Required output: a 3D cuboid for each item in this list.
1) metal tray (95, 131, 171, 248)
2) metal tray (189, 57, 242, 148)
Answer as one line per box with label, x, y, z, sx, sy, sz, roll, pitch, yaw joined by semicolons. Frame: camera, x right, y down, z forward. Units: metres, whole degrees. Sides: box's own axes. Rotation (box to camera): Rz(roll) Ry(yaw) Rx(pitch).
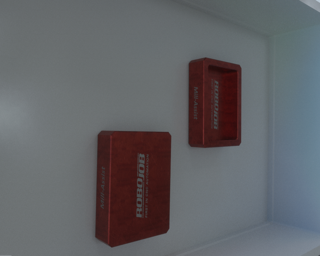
metal tray;-0.030;0.069;0.380;0.091;0.030;0.129;2;89;-40
metal tray;0.087;-0.036;0.478;0.091;0.030;0.129;0;90;-40
